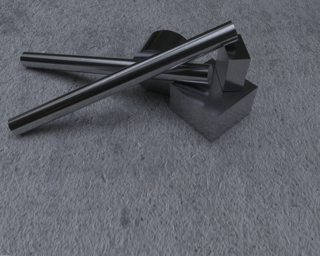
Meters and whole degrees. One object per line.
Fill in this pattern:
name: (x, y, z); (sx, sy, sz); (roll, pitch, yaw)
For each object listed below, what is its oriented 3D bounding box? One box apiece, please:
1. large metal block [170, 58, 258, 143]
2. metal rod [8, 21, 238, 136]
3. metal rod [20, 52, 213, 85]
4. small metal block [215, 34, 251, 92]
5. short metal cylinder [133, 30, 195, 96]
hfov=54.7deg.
large metal block: (0.070, -0.039, 0.421); (0.080, 0.050, 0.080); (-35, 58, -25)
metal rod: (-0.051, -0.058, 0.384); (0.301, 0.025, 0.025); (-22, 51, 8)
metal rod: (-0.076, -0.088, 0.441); (0.301, 0.025, 0.025); (9, 50, 22)
small metal block: (0.090, -0.082, 0.390); (0.025, 0.050, 0.050); (-4, 51, -3)
short metal cylinder: (0.005, -0.093, 0.449); (0.080, 0.080, 0.050); (16, 52, 13)
